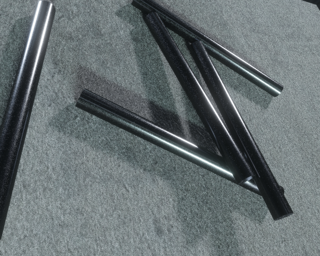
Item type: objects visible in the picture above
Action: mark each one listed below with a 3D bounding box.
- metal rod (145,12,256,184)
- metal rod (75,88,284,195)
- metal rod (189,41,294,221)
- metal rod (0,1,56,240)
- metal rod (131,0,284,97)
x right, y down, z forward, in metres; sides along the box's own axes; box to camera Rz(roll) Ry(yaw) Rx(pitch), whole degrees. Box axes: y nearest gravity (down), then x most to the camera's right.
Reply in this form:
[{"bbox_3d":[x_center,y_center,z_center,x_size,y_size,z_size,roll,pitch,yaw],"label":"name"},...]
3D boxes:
[{"bbox_3d":[0.048,-0.058,0.448,0.025,0.025,0.299,-10,61,-33],"label":"metal rod"},{"bbox_3d":[0.035,0.028,0.406,0.301,0.025,0.025,26,52,-12],"label":"metal rod"},{"bbox_3d":[0.106,-0.014,0.450,0.025,0.025,0.299,-2,56,-30],"label":"metal rod"},{"bbox_3d":[-0.152,-0.034,0.342,0.025,0.025,0.299,13,56,-22],"label":"metal rod"},{"bbox_3d":[0.087,-0.142,0.539,0.301,0.025,0.025,30,52,-9],"label":"metal rod"}]
